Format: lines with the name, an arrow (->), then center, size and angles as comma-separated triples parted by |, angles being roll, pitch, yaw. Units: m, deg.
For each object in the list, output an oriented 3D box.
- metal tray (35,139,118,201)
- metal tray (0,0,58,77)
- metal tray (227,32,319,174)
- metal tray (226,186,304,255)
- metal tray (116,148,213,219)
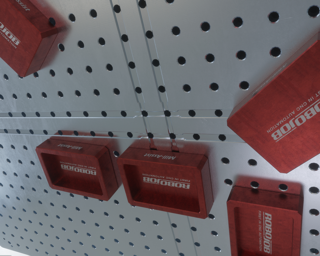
metal tray -> -0.141, 0.070, 0.526 | 0.130, 0.030, 0.089 | 5, 121, 25
metal tray -> -0.214, -0.147, 0.431 | 0.130, 0.030, 0.090 | 45, 129, -3
metal tray -> 0.145, -0.020, 0.319 | 0.090, 0.030, 0.129 | 42, 129, -1
metal tray -> 0.143, 0.145, 0.422 | 0.090, 0.030, 0.129 | 4, 120, 26
metal tray -> 0.007, 0.079, 0.453 | 0.130, 0.030, 0.090 | 4, 120, 26
